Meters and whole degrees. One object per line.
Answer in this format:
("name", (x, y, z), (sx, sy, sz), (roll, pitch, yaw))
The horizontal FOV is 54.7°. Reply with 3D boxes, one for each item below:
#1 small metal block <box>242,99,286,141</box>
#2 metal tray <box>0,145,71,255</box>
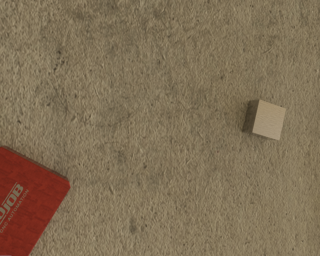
("small metal block", (0.158, -0.012, 0.469), (0.050, 0.025, 0.050), (16, 85, -20))
("metal tray", (-0.173, 0.096, 0.343), (0.090, 0.030, 0.130), (33, 79, -17))
